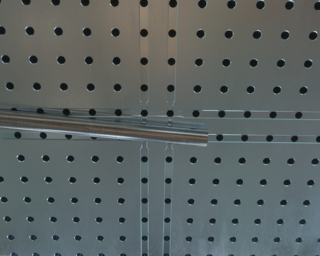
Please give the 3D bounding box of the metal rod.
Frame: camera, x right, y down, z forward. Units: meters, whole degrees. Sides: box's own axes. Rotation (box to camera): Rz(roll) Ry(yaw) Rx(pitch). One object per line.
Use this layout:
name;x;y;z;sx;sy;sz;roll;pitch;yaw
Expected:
metal rod;-0.087;0.000;0.412;0.302;0.025;0.025;5;110;-2
